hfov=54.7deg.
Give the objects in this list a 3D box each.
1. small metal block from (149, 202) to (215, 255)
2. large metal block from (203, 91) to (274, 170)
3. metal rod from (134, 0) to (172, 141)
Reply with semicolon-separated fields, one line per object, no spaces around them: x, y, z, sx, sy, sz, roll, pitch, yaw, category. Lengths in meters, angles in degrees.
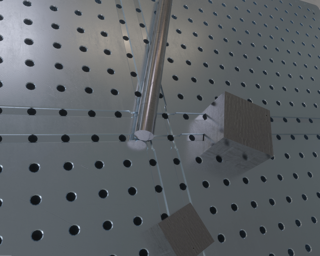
0.024;0.120;0.348;0.050;0.025;0.050;-23;74;-36;small metal block
0.113;0.004;0.451;0.080;0.050;0.080;21;54;-16;large metal block
-0.005;-0.114;0.475;0.025;0.025;0.300;19;54;-17;metal rod
